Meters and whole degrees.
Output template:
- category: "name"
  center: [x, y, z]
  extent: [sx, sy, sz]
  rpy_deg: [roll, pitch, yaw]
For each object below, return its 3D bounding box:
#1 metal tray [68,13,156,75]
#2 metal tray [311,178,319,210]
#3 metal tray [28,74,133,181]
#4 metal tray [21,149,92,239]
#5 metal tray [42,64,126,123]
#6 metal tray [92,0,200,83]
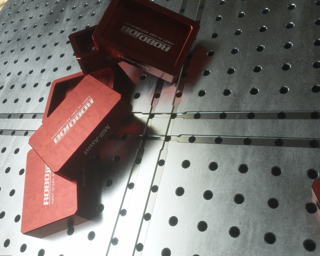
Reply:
- category: "metal tray"
  center: [-0.075, -0.141, 0.501]
  extent: [0.131, 0.030, 0.090]
  rpy_deg: [-23, 45, -8]
- category: "metal tray"
  center: [0.193, 0.092, 0.247]
  extent: [0.090, 0.030, 0.130]
  rpy_deg: [-22, 54, 15]
- category: "metal tray"
  center: [-0.111, -0.004, 0.428]
  extent: [0.090, 0.030, 0.130]
  rpy_deg: [34, 80, 38]
- category: "metal tray"
  center: [-0.145, 0.076, 0.436]
  extent: [0.090, 0.030, 0.130]
  rpy_deg: [-23, 53, 14]
- category: "metal tray"
  center: [-0.122, -0.049, 0.500]
  extent: [0.130, 0.030, 0.090]
  rpy_deg: [-12, 57, 21]
- category: "metal tray"
  center: [-0.019, -0.133, 0.448]
  extent: [0.130, 0.030, 0.090]
  rpy_deg: [24, 78, 1]
